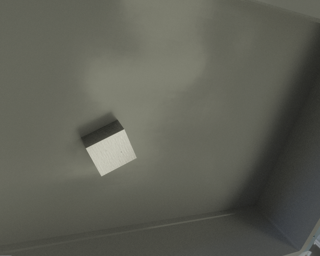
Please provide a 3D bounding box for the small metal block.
[{"bbox_3d":[-0.064,0.025,0.391,0.050,0.025,0.050,-27,128,-12],"label":"small metal block"}]
